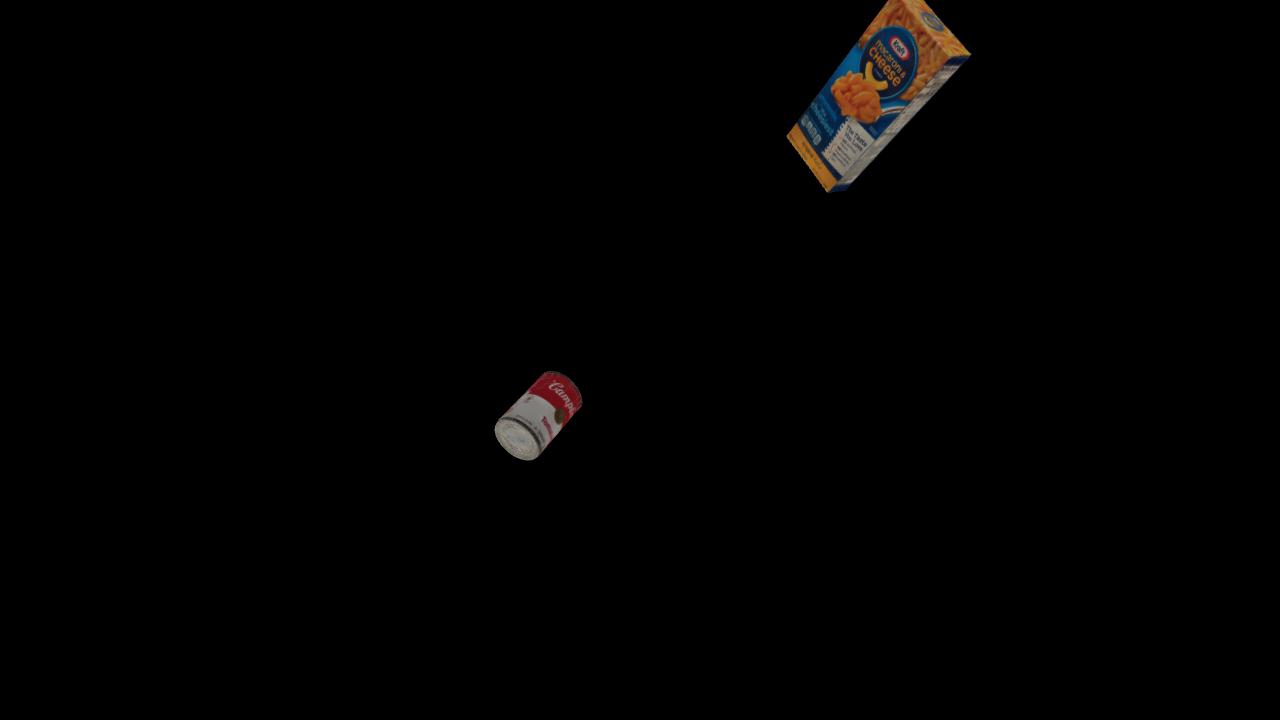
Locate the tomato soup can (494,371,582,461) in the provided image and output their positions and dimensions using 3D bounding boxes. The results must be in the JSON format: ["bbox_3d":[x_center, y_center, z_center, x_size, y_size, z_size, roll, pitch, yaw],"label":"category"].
[{"bbox_3d":[-0.128,0.070,0.777,0.068,0.068,0.101,0,33,33],"label":"tomato soup can"}]

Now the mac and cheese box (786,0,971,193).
[{"bbox_3d":[0.240,-0.273,0.648,0.041,0.093,0.184,-17,-20,-31],"label":"mac and cheese box"}]
